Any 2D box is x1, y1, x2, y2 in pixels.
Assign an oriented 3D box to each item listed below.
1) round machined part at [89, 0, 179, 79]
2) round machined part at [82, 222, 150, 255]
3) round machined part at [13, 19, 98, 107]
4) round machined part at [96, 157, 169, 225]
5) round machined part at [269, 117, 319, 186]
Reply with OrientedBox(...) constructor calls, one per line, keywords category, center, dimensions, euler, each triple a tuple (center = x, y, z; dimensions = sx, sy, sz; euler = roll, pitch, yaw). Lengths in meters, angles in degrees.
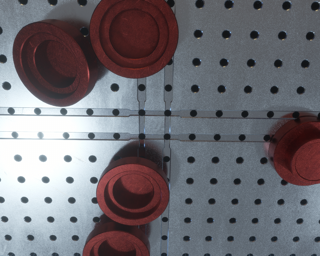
OrientedBox(category="round machined part", center=(-0.030, -0.109, 0.361), dimensions=(0.099, 0.042, 0.097), euler=(-1, 107, -4))
OrientedBox(category="round machined part", center=(-0.064, 0.182, 0.471), dimensions=(0.099, 0.042, 0.097), euler=(0, 110, -1))
OrientedBox(category="round machined part", center=(-0.117, -0.077, 0.363), dimensions=(0.098, 0.042, 0.097), euler=(9, 120, 16))
OrientedBox(category="round machined part", center=(-0.037, 0.084, 0.435), dimensions=(0.099, 0.042, 0.097), euler=(0, 110, -1))
OrientedBox(category="round machined part", center=(0.204, 0.037, 0.421), dimensions=(0.099, 0.042, 0.097), euler=(0, 110, -1))
